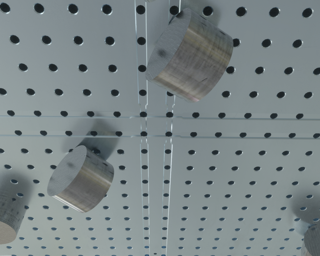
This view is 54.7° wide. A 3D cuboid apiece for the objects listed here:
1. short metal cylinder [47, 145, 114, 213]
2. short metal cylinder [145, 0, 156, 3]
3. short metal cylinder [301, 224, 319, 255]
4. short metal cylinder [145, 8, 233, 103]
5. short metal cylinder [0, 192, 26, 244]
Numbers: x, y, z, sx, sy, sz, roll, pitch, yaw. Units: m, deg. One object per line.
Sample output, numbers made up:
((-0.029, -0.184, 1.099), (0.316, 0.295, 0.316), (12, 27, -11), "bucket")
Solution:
((-0.111, 0.071, 0.435), (0.080, 0.080, 0.050), (-33, 123, 25), "short metal cylinder")
((0.002, -0.149, 0.248), (0.080, 0.080, 0.050), (-32, 123, 24), "short metal cylinder")
((0.307, 0.227, 0.572), (0.080, 0.080, 0.050), (-8, 130, 6), "short metal cylinder")
((0.028, -0.072, 0.314), (0.050, 0.080, 0.080), (27, 125, -21), "short metal cylinder")
((-0.276, 0.153, 0.523), (0.081, 0.050, 0.079), (0, 130, 0), "short metal cylinder")
